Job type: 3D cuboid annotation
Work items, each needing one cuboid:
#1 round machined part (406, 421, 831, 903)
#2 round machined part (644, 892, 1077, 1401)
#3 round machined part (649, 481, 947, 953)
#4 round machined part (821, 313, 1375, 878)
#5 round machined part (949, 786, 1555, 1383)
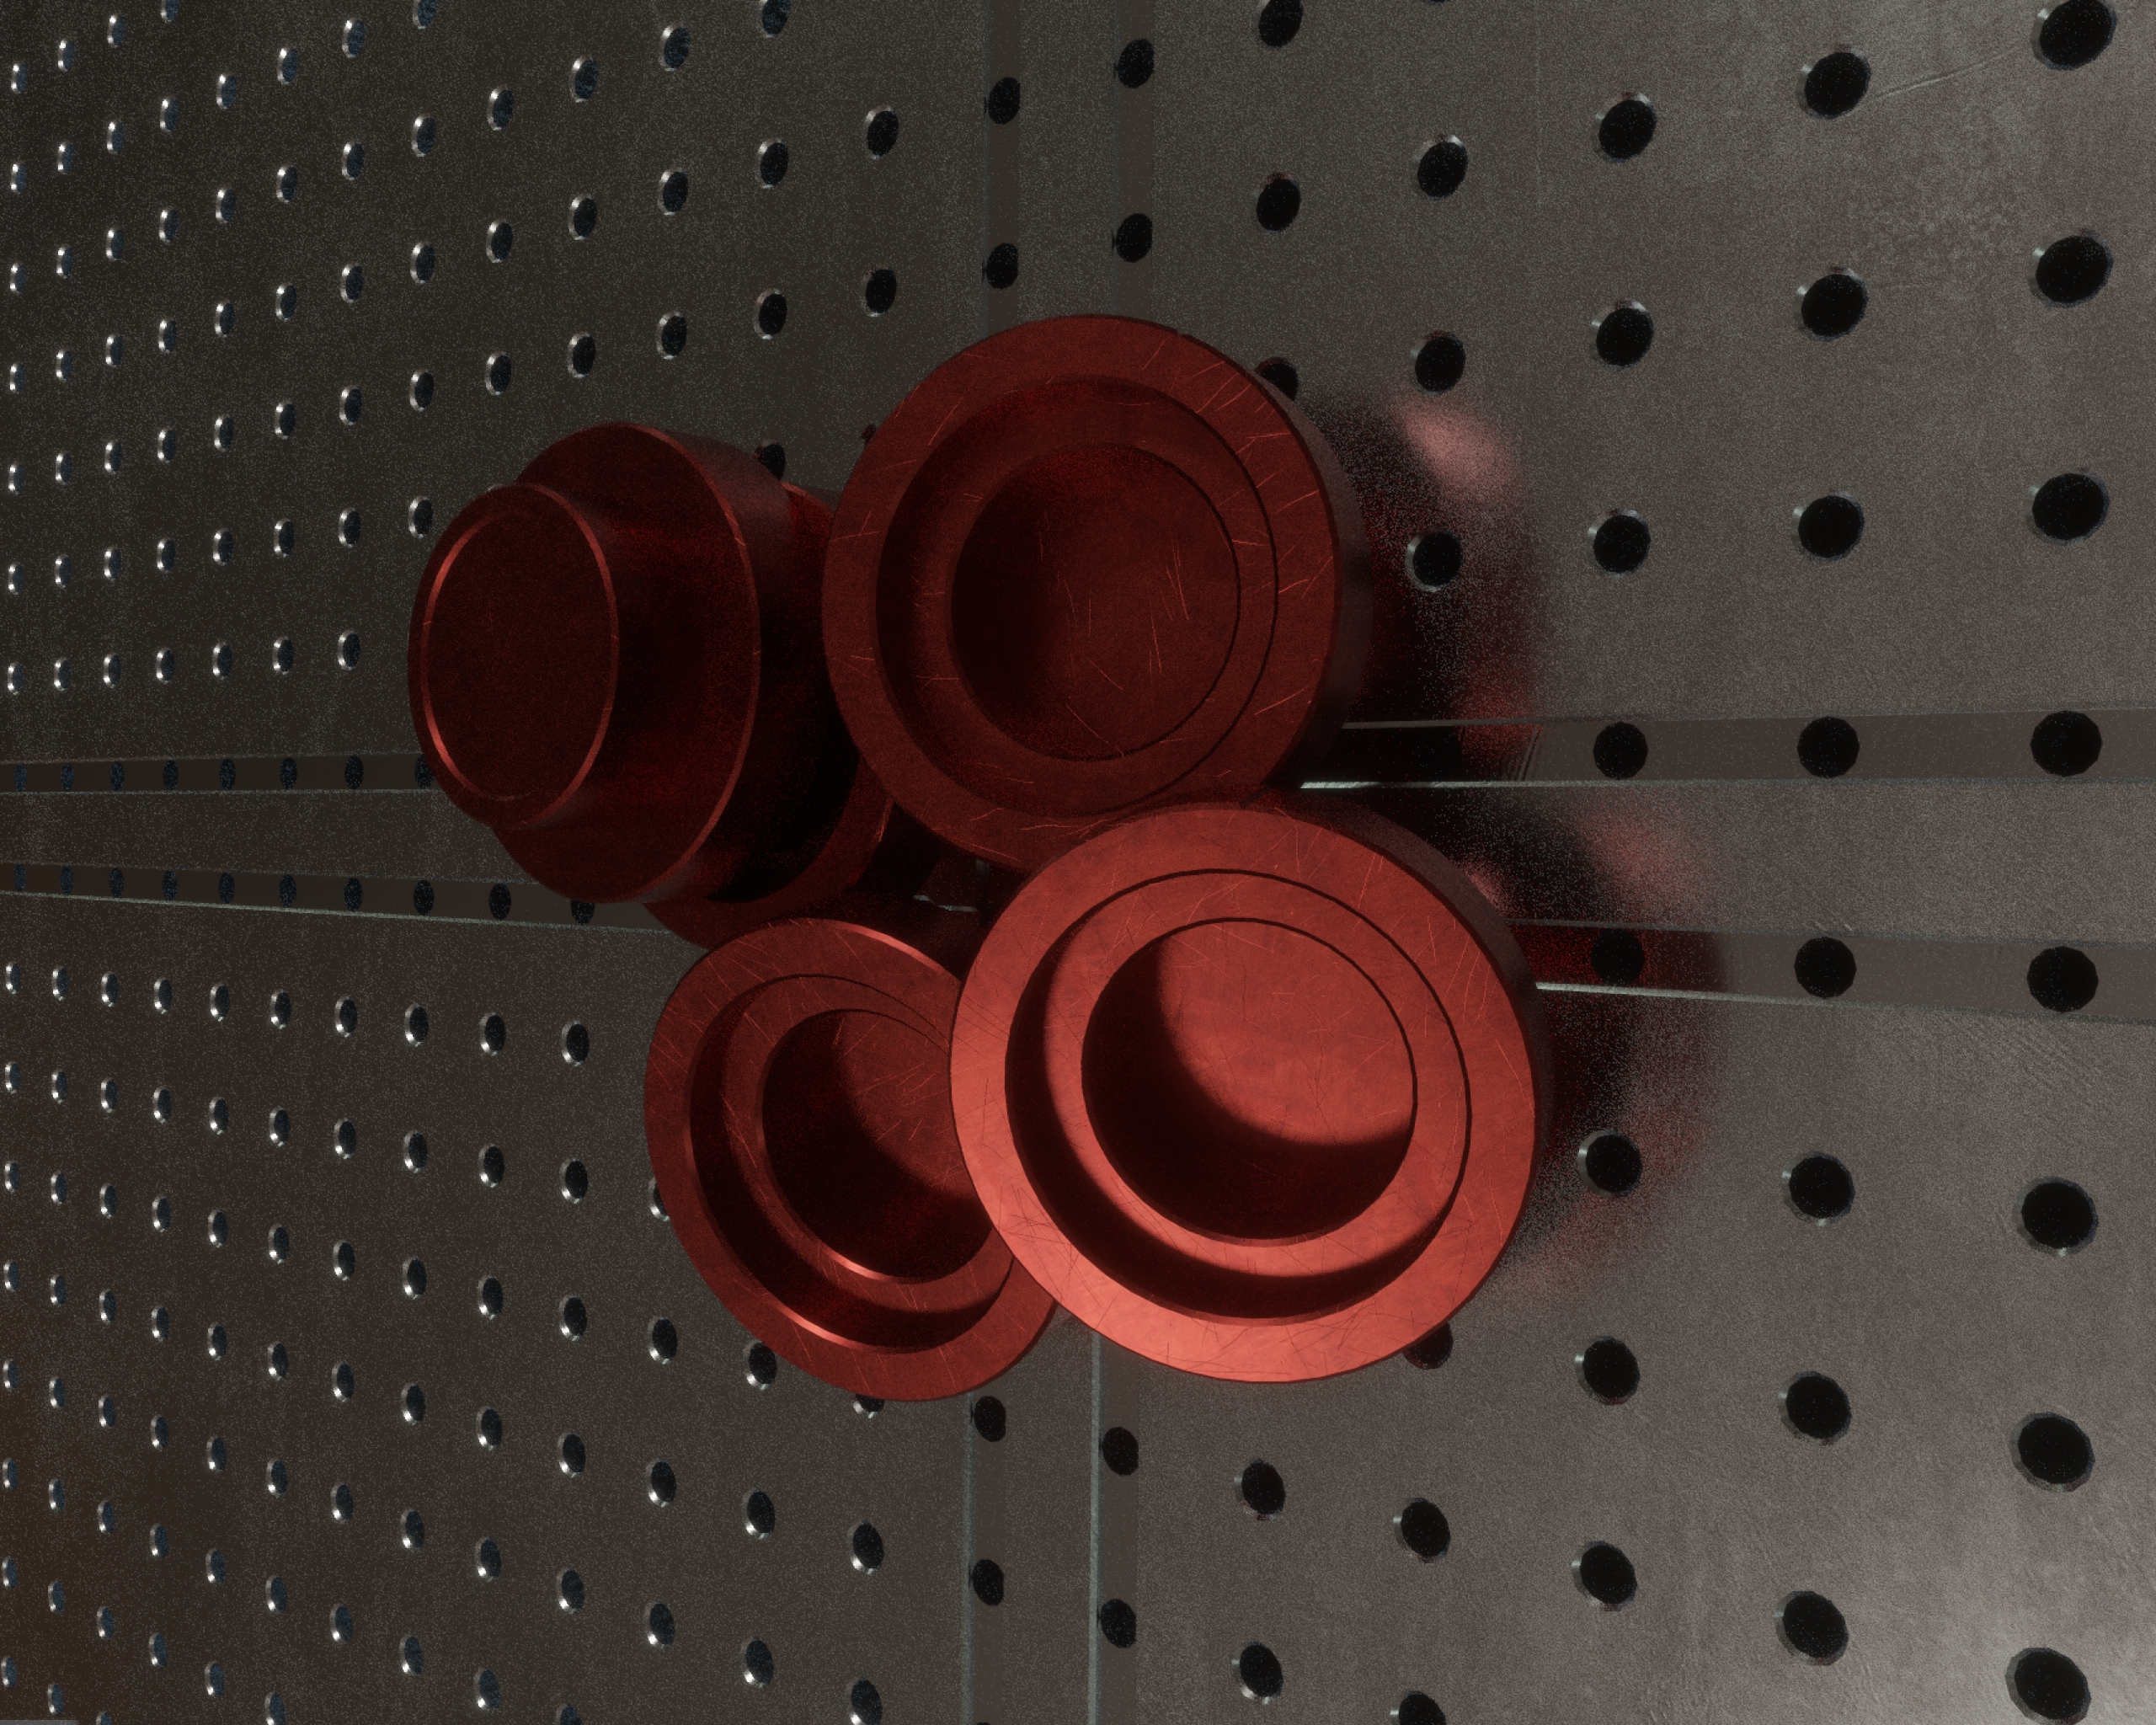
[{"bbox_3d":[-0.098,-0.040,0.422,0.098,0.042,0.097,0,90,39],"label":"round machined part"},{"bbox_3d":[-0.034,0.052,0.413,0.098,0.042,0.097,8,108,27],"label":"round machined part"},{"bbox_3d":[-0.057,-0.030,0.442,0.098,0.042,0.097,0,90,39],"label":"round machined part"},{"bbox_3d":[0.006,-0.046,0.379,0.098,0.042,0.097,1,91,23],"label":"round machined part"},{"bbox_3d":[0.031,0.035,0.355,0.098,0.042,0.097,3,101,18],"label":"round machined part"}]
